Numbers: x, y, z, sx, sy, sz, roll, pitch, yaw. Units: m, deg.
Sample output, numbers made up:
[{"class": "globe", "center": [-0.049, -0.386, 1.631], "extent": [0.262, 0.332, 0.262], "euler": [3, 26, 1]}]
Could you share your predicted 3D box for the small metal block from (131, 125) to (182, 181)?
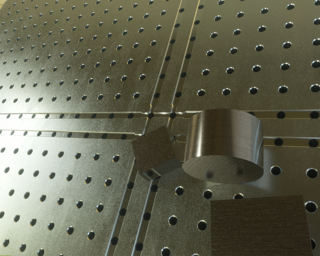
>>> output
[{"class": "small metal block", "center": [-0.004, 0.032, 0.391], "extent": [0.050, 0.025, 0.050], "euler": [-26, 53, 12]}]

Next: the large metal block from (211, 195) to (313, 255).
[{"class": "large metal block", "center": [0.092, 0.109, 0.277], "extent": [0.080, 0.050, 0.080], "euler": [-10, 58, 23]}]

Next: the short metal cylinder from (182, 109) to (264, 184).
[{"class": "short metal cylinder", "center": [0.066, 0.022, 0.325], "extent": [0.080, 0.080, 0.050], "euler": [-5, 60, 26]}]
